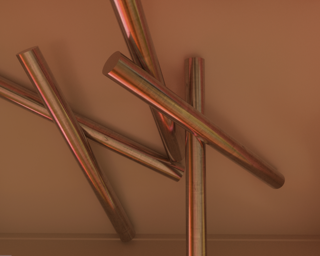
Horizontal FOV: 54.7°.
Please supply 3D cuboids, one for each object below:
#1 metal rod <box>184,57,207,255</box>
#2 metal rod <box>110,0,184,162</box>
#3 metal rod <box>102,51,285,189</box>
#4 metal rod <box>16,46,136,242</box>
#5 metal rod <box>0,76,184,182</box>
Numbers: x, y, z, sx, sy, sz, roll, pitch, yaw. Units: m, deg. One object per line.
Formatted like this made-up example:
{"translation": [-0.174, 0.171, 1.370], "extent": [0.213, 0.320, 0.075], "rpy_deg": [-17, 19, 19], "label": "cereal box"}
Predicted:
{"translation": [0.043, 0.065, 0.373], "extent": [0.025, 0.025, 0.298], "rpy_deg": [0, 86, -1], "label": "metal rod"}
{"translation": [-0.011, -0.057, 0.317], "extent": [0.025, 0.025, 0.299], "rpy_deg": [-14, 138, 5], "label": "metal rod"}
{"translation": [0.062, 0.009, 0.359], "extent": [0.301, 0.025, 0.025], "rpy_deg": [32, 108, -34], "label": "metal rod"}
{"translation": [-0.096, 0.040, 0.402], "extent": [0.025, 0.025, 0.299], "rpy_deg": [-18, 118, 6], "label": "metal rod"}
{"translation": [-0.104, -0.002, 0.408], "extent": [0.301, 0.025, 0.025], "rpy_deg": [27, 108, -10], "label": "metal rod"}
